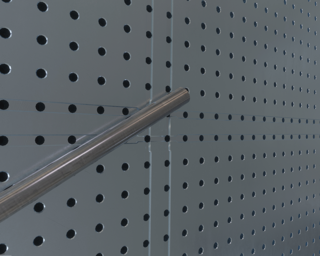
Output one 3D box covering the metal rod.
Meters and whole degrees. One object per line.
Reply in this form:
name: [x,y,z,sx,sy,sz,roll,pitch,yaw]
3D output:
metal rod: [-0.071,0.023,0.348,0.302,0.025,0.025,-33,111,-35]
